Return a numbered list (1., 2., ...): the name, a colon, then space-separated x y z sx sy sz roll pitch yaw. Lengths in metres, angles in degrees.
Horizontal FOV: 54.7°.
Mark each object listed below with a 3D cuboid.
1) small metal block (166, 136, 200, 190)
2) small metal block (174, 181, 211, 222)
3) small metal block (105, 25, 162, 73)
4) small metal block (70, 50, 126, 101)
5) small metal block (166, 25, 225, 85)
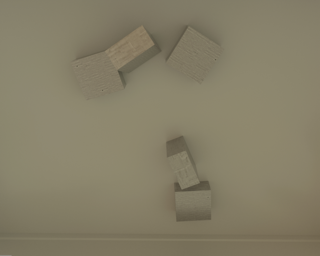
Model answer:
1. small metal block: 0.030 0.045 0.415 0.025 0.050 0.050 -22 109 8
2. small metal block: 0.047 0.107 0.451 0.050 0.025 0.050 -3 110 1
3. small metal block: -0.029 -0.090 0.362 0.050 0.050 0.025 -32 90 11
4. small metal block: -0.075 -0.067 0.386 0.050 0.025 0.050 -16 110 5
5. small metal block: 0.042 -0.089 0.379 0.050 0.025 0.050 30 107 -11
